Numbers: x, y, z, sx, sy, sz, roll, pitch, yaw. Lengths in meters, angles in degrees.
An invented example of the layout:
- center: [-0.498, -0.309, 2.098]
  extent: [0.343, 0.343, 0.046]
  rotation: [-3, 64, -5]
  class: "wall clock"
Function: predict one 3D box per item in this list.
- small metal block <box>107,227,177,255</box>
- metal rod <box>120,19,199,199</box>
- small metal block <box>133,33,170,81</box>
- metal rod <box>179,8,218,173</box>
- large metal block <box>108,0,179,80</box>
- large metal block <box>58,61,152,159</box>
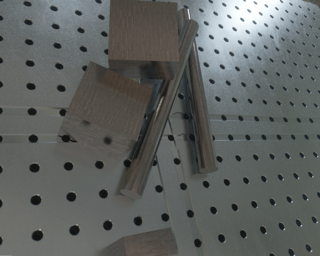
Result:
- center: [-0.019, 0.121, 0.308]
  extent: [0.050, 0.050, 0.025]
  rotation: [-1, 63, -29]
  class: "small metal block"
- center: [0.009, -0.046, 0.425]
  extent: [0.025, 0.025, 0.300]
  rotation: [27, 57, -12]
  class: "metal rod"
- center: [-0.013, -0.099, 0.435]
  extent: [0.050, 0.050, 0.025]
  rotation: [-34, 80, -14]
  class: "small metal block"
- center: [0.053, -0.075, 0.481]
  extent: [0.025, 0.025, 0.299]
  rotation: [9, 58, -23]
  class: "metal rod"
- center: [-0.021, -0.108, 0.385]
  extent: [0.081, 0.050, 0.080]
  rotation: [1, 74, -6]
  class: "large metal block"
- center: [-0.064, -0.021, 0.370]
  extent: [0.080, 0.050, 0.080]
  rotation: [23, 53, -14]
  class: "large metal block"
